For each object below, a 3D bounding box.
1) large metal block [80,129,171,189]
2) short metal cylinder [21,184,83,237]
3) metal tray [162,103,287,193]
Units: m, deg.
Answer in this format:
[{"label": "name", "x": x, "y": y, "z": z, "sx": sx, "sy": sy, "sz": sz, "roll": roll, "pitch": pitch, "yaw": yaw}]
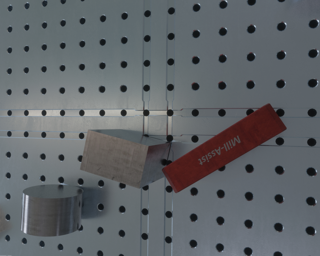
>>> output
[{"label": "large metal block", "x": -0.041, "y": 0.035, "z": 0.398, "sx": 0.080, "sy": 0.080, "sz": 0.050, "roll": 14, "pitch": 95, "yaw": 19}, {"label": "short metal cylinder", "x": -0.151, "y": 0.113, "z": 0.437, "sx": 0.080, "sy": 0.080, "sz": 0.050, "roll": 5, "pitch": 92, "yaw": 20}, {"label": "metal tray", "x": 0.075, "y": 0.023, "z": 0.351, "sx": 0.130, "sy": 0.090, "sz": 0.030, "roll": -34, "pitch": 79, "yaw": 17}]
